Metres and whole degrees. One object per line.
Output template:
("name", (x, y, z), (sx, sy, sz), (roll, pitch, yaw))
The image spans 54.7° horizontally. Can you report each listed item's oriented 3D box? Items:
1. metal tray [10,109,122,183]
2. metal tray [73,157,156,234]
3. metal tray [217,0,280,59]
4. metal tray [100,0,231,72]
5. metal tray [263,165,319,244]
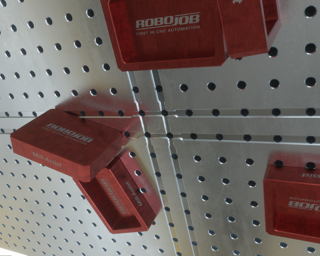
("metal tray", (-0.133, 0.020, 0.449), (0.130, 0.090, 0.030), (18, 125, 17))
("metal tray", (-0.076, 0.116, 0.518), (0.090, 0.030, 0.130), (-18, 109, 35))
("metal tray", (0.069, -0.132, 0.250), (0.030, 0.090, 0.129), (-4, 117, 30))
("metal tray", (0.006, -0.111, 0.334), (0.130, 0.030, 0.089), (2, 120, 26))
("metal tray", (0.193, 0.094, 0.364), (0.130, 0.030, 0.089), (2, 120, 26))
